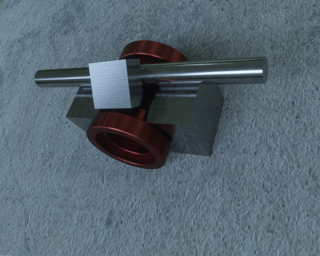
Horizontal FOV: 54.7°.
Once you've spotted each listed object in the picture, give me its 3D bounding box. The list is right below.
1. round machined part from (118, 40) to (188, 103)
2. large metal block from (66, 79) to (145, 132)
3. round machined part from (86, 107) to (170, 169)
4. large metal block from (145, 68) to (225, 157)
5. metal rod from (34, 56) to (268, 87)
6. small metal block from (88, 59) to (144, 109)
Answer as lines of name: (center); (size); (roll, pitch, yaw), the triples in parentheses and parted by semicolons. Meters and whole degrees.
round machined part: (-0.009, -0.065, 0.404); (0.098, 0.098, 0.042); (4, 65, 30)
large metal block: (-0.069, -0.029, 0.424); (0.050, 0.080, 0.080); (5, 64, 30)
round machined part: (-0.034, 0.008, 0.371); (0.098, 0.098, 0.042); (5, 59, 30)
large metal block: (0.034, -0.021, 0.365); (0.050, 0.080, 0.080); (4, 64, 30)
metal rod: (-0.034, -0.061, 0.358); (0.300, 0.025, 0.025); (3, 63, 29)
small metal block: (-0.048, -0.048, 0.340); (0.050, 0.025, 0.050); (1, 103, 30)
